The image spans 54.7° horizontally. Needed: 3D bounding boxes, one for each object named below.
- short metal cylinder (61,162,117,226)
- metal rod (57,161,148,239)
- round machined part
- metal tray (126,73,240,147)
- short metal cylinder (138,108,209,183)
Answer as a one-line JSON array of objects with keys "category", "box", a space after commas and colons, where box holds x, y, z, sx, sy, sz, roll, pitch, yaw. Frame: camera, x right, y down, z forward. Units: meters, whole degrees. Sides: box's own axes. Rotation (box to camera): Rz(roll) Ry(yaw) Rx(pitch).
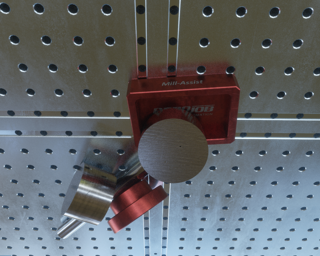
[{"category": "short metal cylinder", "box": [-0.105, 0.097, 0.457, 0.050, 0.080, 0.080, 25, 126, -19]}, {"category": "metal rod", "box": [-0.080, 0.107, 0.501, 0.025, 0.025, 0.299, 34, 122, -25]}, {"category": "round machined part", "box": [-0.039, 0.115, 0.475, 0.098, 0.099, 0.042, -41, 78, 29]}, {"category": "metal tray", "box": [0.029, -0.019, 0.392, 0.131, 0.030, 0.089, -3, 130, 2]}, {"category": "short metal cylinder", "box": [0.016, 0.020, 0.377, 0.080, 0.050, 0.079, 0, 108, 1]}]
